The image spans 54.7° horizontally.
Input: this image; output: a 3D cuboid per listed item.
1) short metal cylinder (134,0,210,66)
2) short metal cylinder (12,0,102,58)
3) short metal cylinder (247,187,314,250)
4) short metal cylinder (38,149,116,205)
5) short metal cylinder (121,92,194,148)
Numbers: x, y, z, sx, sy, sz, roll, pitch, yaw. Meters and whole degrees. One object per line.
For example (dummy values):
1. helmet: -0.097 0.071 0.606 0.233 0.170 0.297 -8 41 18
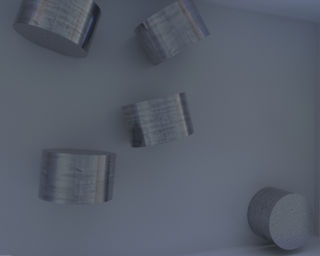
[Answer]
1. short metal cylinder: 0.015 -0.119 0.386 0.080 0.080 0.050 -34 101 -17
2. short metal cylinder: -0.111 -0.117 0.340 0.081 0.080 0.050 19 84 -19
3. short metal cylinder: 0.180 0.133 0.463 0.081 0.050 0.080 0 90 -20
4. short metal cylinder: -0.092 0.051 0.348 0.081 0.080 0.050 5 89 -20
5. short metal cylinder: -0.003 -0.011 0.380 0.081 0.080 0.050 -15 95 -19
